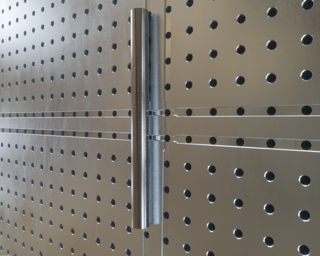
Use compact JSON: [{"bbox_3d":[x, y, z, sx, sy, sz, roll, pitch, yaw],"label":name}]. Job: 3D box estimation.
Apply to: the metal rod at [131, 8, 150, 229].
[{"bbox_3d":[-0.028,-0.013,0.429,0.025,0.025,0.298,0,90,39],"label":"metal rod"}]
